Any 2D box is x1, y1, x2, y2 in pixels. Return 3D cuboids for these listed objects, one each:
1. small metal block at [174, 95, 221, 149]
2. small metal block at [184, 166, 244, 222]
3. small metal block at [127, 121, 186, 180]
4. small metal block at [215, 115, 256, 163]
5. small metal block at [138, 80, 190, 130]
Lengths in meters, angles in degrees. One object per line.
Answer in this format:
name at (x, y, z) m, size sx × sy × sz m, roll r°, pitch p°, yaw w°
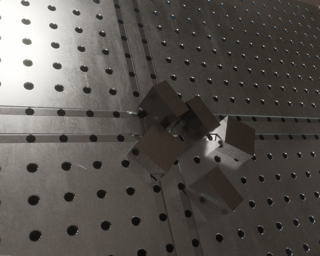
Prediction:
small metal block at (0.047, -0.008, 0.424) m, size 0.025 × 0.050 × 0.050 m, roll -29°, pitch 78°, yaw -38°
small metal block at (0.065, 0.081, 0.379) m, size 0.025 × 0.050 × 0.050 m, roll -32°, pitch 80°, yaw -38°
small metal block at (-0.004, 0.028, 0.391) m, size 0.050 × 0.025 × 0.050 m, roll 41°, pitch 51°, yaw -1°
small metal block at (0.112, 0.017, 0.461) m, size 0.050 × 0.025 × 0.050 m, roll 26°, pitch 52°, yaw -13°
small metal block at (0.004, -0.026, 0.412) m, size 0.025 × 0.050 × 0.050 m, roll -31°, pitch 79°, yaw -38°
